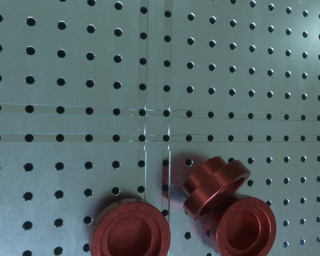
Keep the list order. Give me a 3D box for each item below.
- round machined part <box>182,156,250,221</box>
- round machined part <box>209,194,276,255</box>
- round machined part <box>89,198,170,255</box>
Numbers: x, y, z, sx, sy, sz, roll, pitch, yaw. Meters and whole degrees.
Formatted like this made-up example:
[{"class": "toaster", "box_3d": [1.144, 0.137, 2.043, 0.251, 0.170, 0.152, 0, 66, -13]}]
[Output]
[{"class": "round machined part", "box_3d": [0.069, 0.075, 0.411, 0.099, 0.098, 0.042, -32, 64, -17]}, {"class": "round machined part", "box_3d": [0.115, 0.144, 0.448, 0.099, 0.042, 0.097, 0, 90, -20]}, {"class": "round machined part", "box_3d": [-0.040, 0.137, 0.390, 0.099, 0.042, 0.097, 0, 90, -21]}]
